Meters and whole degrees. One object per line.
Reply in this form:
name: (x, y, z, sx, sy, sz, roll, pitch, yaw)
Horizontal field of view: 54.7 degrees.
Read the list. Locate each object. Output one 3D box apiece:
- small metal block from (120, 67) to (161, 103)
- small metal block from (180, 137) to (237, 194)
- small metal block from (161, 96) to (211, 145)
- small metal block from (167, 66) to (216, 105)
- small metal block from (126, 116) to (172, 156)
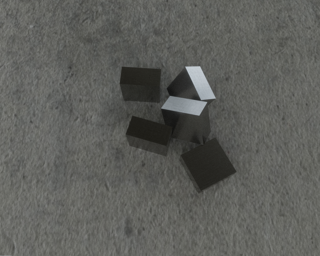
small metal block: (-0.025, -0.057, 0.415, 0.050, 0.050, 0.025, 4, 70, 1)
small metal block: (0.059, 0.048, 0.391, 0.050, 0.025, 0.050, -26, 72, -10)
small metal block: (0.034, -0.010, 0.388, 0.050, 0.050, 0.025, 12, 49, 27)
small metal block: (0.040, -0.046, 0.409, 0.025, 0.050, 0.050, -9, 67, -34)
small metal block: (-0.013, 0.011, 0.391, 0.050, 0.050, 0.025, 16, 72, 5)
